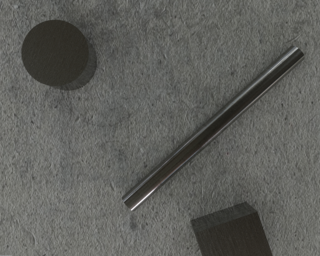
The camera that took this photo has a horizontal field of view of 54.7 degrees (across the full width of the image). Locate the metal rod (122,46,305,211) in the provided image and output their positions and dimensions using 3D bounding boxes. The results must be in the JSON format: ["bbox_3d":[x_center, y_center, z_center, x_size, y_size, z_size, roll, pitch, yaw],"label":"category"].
[{"bbox_3d":[0.070,0.001,0.410,0.300,0.025,0.025,-42,90,0],"label":"metal rod"}]

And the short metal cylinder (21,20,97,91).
[{"bbox_3d":[-0.126,-0.090,0.396,0.081,0.050,0.079,0,90,0],"label":"short metal cylinder"}]

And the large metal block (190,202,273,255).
[{"bbox_3d":[0.093,0.151,0.398,0.080,0.050,0.080,-19,90,0],"label":"large metal block"}]
